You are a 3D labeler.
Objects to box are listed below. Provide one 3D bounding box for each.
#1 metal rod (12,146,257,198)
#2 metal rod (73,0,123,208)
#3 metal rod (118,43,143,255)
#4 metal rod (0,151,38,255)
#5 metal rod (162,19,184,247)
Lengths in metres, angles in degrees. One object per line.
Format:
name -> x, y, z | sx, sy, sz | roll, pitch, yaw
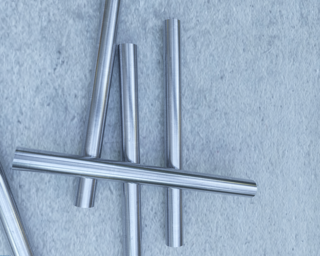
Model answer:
metal rod -> -0.013, 0.058, 0.377 | 0.302, 0.025, 0.025 | 11, 87, -20
metal rod -> -0.073, -0.054, 0.382 | 0.025, 0.025, 0.298 | 8, 87, -20
metal rod -> -0.038, 0.044, 0.395 | 0.025, 0.025, 0.298 | -2, 91, -20
metal rod -> -0.172, 0.087, 0.345 | 0.025, 0.025, 0.298 | -19, 97, -19
metal rod -> 0.018, 0.007, 0.416 | 0.025, 0.025, 0.298 | -1, 90, -20
